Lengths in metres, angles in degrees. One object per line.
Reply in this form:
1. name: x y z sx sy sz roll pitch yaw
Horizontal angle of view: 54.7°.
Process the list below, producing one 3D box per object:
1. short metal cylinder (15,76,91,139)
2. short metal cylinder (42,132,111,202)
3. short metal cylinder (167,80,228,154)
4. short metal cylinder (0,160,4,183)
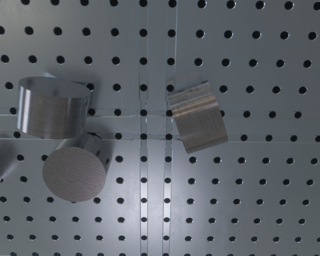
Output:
1. short metal cylinder: -0.128 -0.026 0.373 0.081 0.080 0.050 12 110 -5
2. short metal cylinder: -0.109 0.052 0.418 0.081 0.050 0.079 0 110 0
3. short metal cylinder: 0.046 -0.013 0.380 0.050 0.080 0.080 -18 109 6
4. short metal cylinder: -0.266 0.066 0.422 0.081 0.050 0.079 0 110 0
